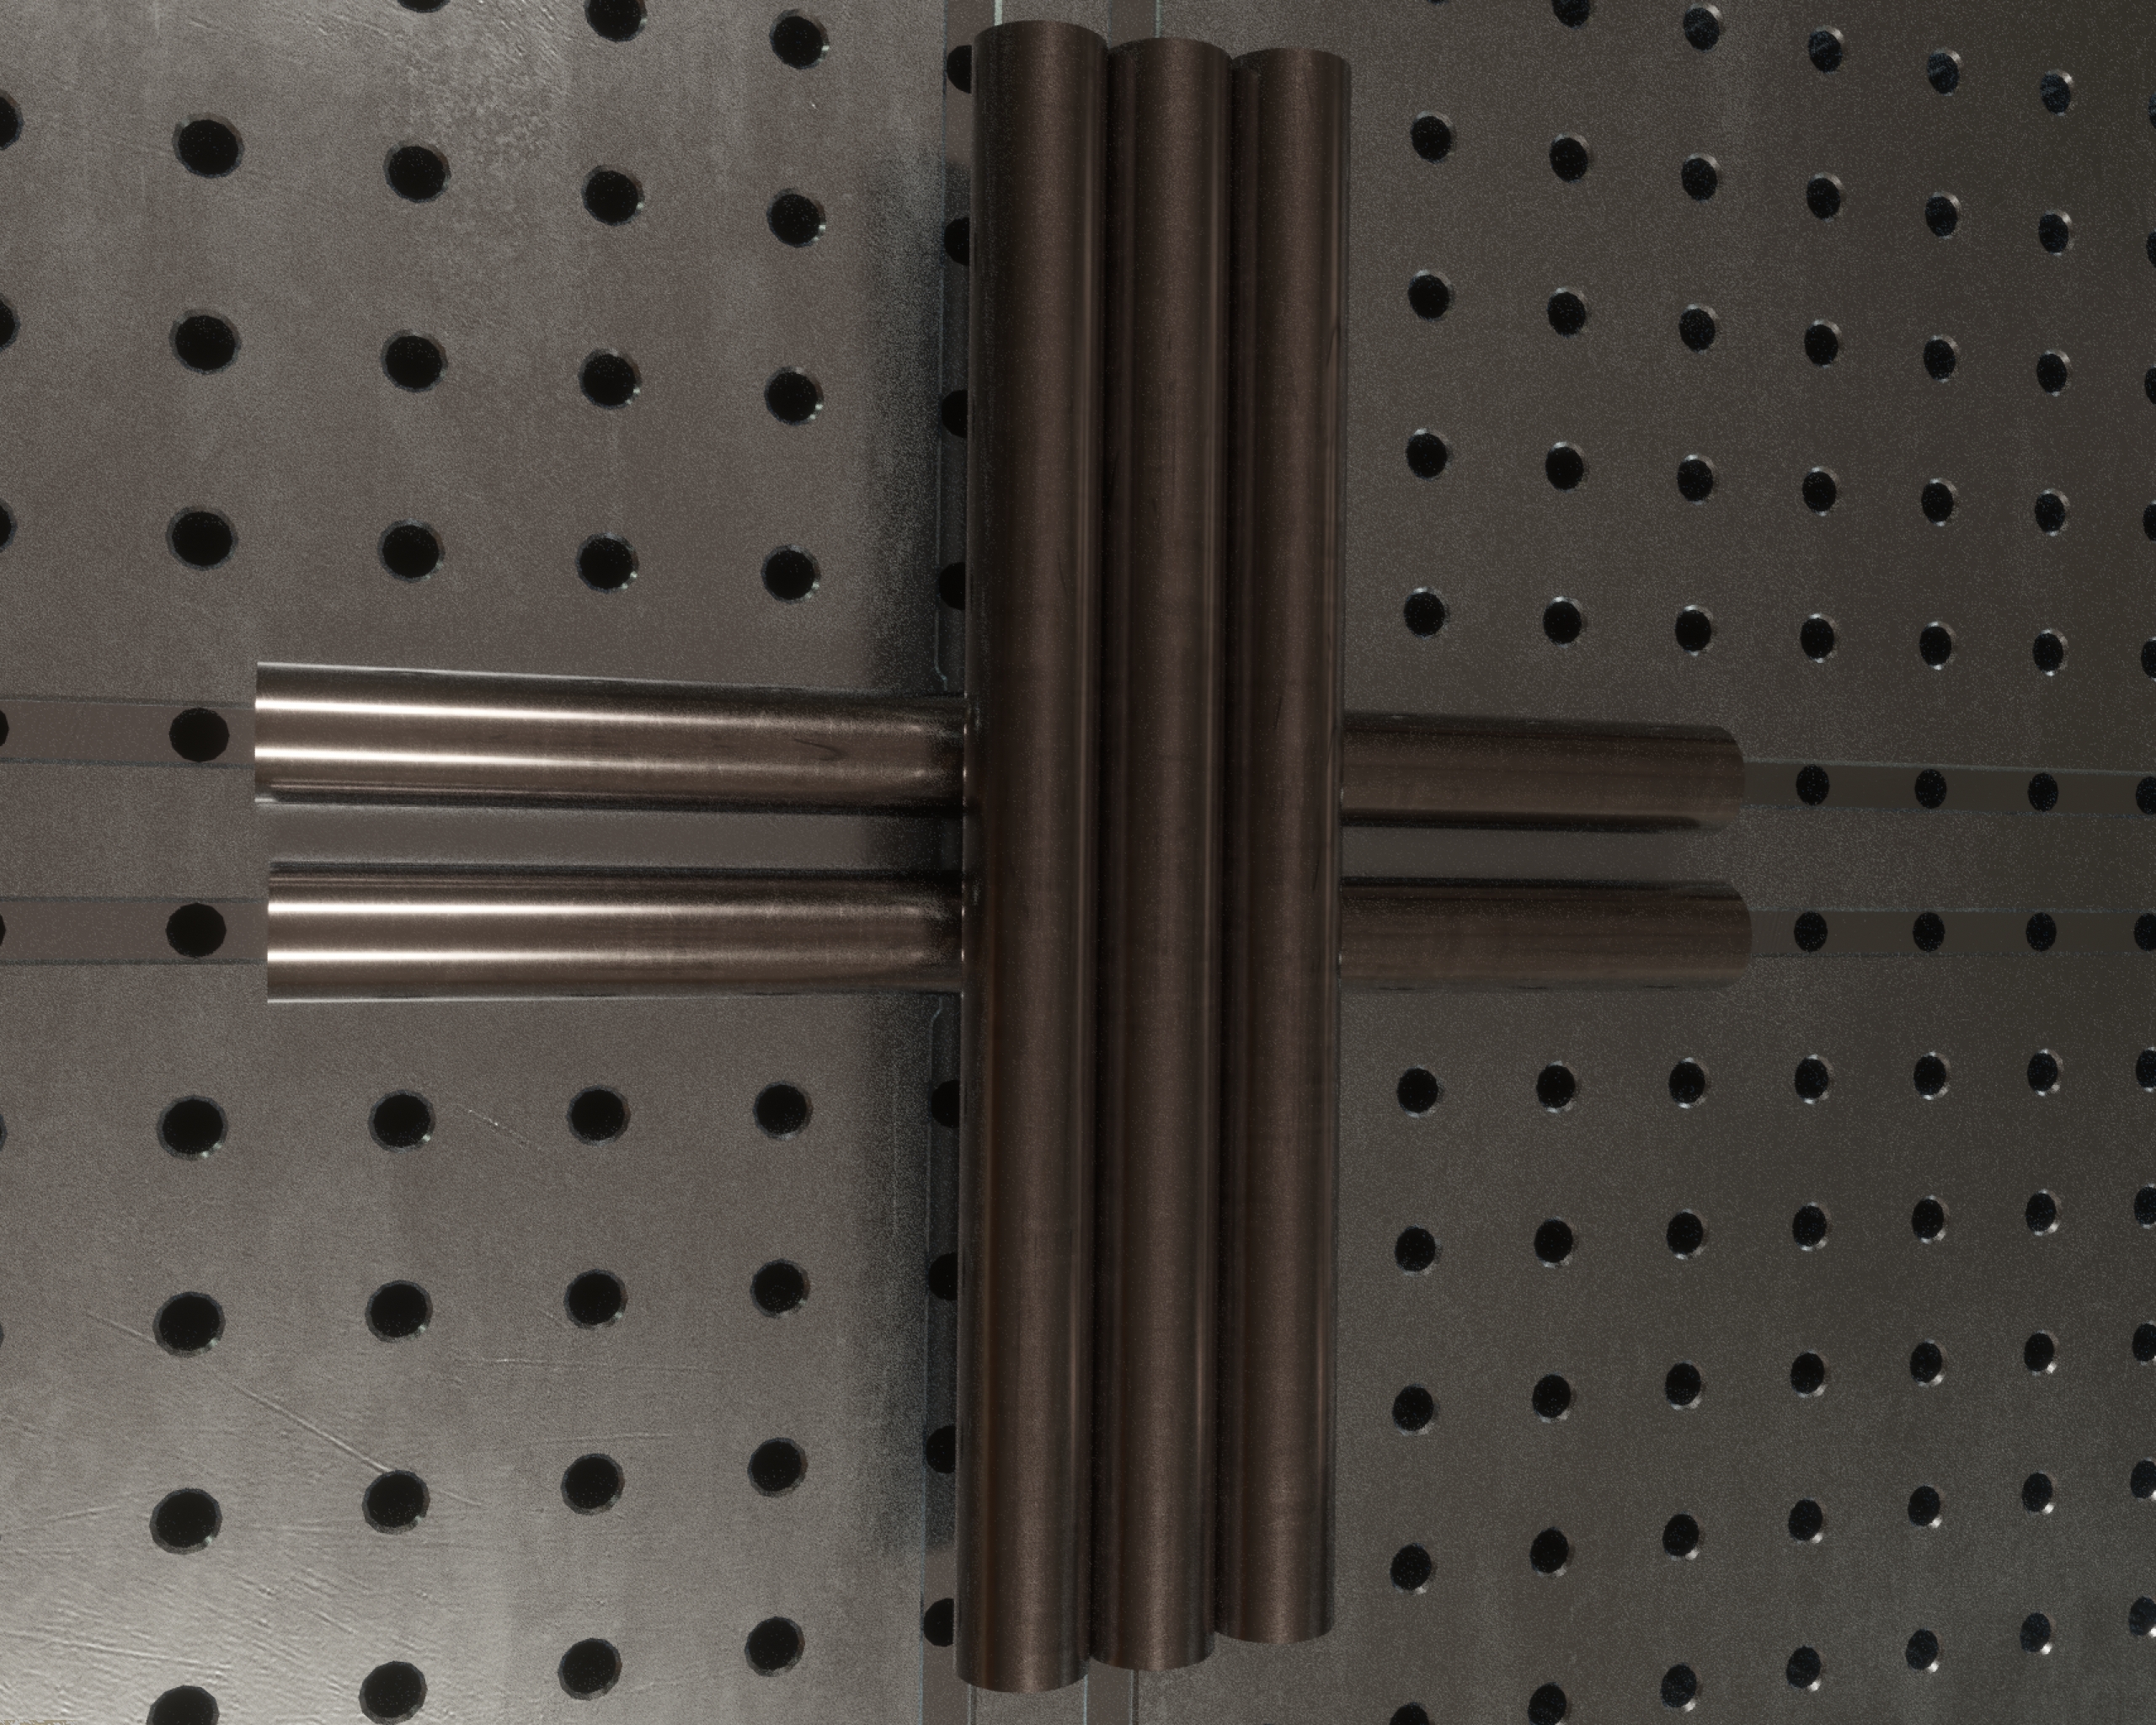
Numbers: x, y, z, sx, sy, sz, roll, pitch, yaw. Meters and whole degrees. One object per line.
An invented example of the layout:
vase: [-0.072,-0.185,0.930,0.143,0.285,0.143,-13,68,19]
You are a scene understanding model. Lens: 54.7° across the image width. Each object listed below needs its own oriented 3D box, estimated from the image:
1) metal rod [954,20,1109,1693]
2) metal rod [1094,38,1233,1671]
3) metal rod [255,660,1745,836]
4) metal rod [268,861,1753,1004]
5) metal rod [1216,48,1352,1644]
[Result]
metal rod: [-0.009,-0.001,0.384,0.025,0.025,0.298,1,90,-20]
metal rod: [0.015,-0.002,0.393,0.025,0.025,0.298,1,90,-20]
metal rod: [0.000,-0.020,0.414,0.303,0.025,0.025,1,90,-21]
metal rod: [0.001,0.014,0.414,0.303,0.025,0.025,1,90,-21]
metal rod: [0.038,-0.003,0.402,0.025,0.025,0.298,1,90,-20]
